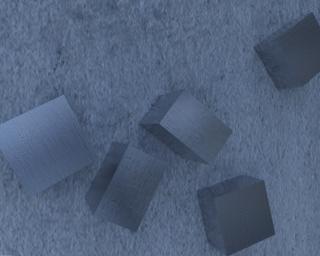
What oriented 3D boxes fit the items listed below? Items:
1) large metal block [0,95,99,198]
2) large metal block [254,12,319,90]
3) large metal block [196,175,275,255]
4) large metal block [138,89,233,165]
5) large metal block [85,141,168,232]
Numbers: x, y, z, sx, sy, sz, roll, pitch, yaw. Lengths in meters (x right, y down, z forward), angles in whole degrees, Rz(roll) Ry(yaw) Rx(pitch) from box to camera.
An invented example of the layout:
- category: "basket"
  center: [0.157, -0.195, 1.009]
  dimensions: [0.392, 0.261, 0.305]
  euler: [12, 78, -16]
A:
- category: "large metal block"
  center: [-0.127, 0.018, 0.349]
  dimensions: [0.080, 0.050, 0.080]
  euler: [-30, 100, -18]
- category: "large metal block"
  center: [0.206, -0.115, 0.474]
  dimensions: [0.080, 0.050, 0.080]
  euler: [-37, 102, -16]
- category: "large metal block"
  center: [0.106, 0.119, 0.437]
  dimensions: [0.081, 0.050, 0.080]
  euler: [-15, 95, -20]
- category: "large metal block"
  center: [0.030, -0.001, 0.392]
  dimensions: [0.080, 0.080, 0.050]
  euler: [39, 78, -16]
- category: "large metal block"
  center: [-0.043, 0.064, 0.365]
  dimensions: [0.050, 0.080, 0.080]
  euler: [29, 81, -18]
